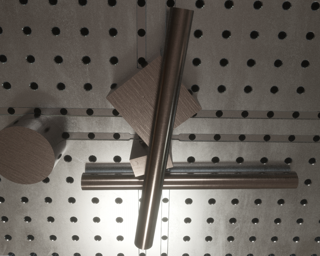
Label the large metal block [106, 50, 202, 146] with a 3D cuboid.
[{"bbox_3d":[-0.007,-0.037,0.386,0.080,0.050,0.080,-36,107,12],"label":"large metal block"}]

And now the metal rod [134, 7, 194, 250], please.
[{"bbox_3d":[0.000,0.017,0.366,0.025,0.025,0.298,8,110,-3],"label":"metal rod"}]

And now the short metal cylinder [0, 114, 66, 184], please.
[{"bbox_3d":[-0.171,0.027,0.408,0.081,0.050,0.079,0,110,-1],"label":"short metal cylinder"}]

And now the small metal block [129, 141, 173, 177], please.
[{"bbox_3d":[-0.011,0.036,0.413,0.050,0.050,0.025,-15,110,5],"label":"small metal block"}]

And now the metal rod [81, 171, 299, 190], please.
[{"bbox_3d":[0.042,0.075,0.441,0.302,0.025,0.025,0,110,-1],"label":"metal rod"}]
